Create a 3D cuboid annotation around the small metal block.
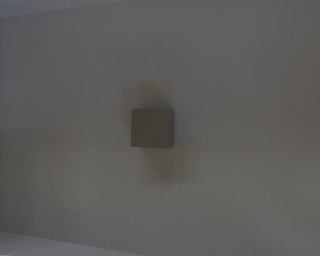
[{"bbox_3d":[-0.010,0.000,0.410,0.050,0.025,0.050,2,91,20],"label":"small metal block"}]
